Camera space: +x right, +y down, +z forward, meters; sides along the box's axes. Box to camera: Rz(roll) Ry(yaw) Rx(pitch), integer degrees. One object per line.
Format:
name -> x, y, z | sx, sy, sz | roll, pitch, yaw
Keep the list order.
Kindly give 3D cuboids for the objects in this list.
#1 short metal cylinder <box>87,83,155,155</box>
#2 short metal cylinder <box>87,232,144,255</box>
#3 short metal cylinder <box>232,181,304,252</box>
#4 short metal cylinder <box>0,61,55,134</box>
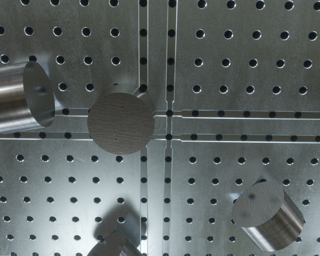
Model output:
short metal cylinder -> -0.047, -0.012, 0.395 | 0.081, 0.050, 0.079 | 0, 110, 0
short metal cylinder -> -0.068, 0.203, 0.458 | 0.080, 0.080, 0.050 | -33, 107, 11
short metal cylinder -> 0.148, 0.121, 0.430 | 0.080, 0.080, 0.050 | -37, 106, 12
short metal cylinder -> -0.167, -0.036, 0.369 | 0.050, 0.080, 0.079 | -9, 110, 3
